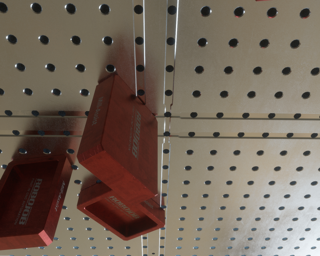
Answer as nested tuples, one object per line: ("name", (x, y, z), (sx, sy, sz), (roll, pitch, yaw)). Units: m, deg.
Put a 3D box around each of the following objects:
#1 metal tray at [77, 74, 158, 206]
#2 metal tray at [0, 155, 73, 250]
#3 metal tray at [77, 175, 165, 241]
("metal tray", (-0.040, 0.009, 0.350), (0.030, 0.130, 0.090), (-28, 125, 21))
("metal tray", (-0.180, 0.097, 0.423), (0.090, 0.130, 0.030), (-7, 130, 5))
("metal tray", (-0.063, 0.138, 0.525), (0.090, 0.030, 0.130), (-28, 125, 21))
